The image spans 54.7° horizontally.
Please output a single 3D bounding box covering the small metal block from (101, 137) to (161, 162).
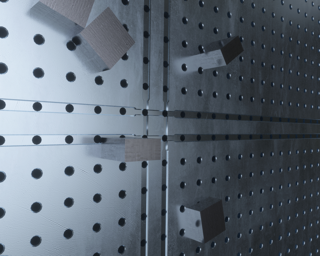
[{"bbox_3d":[-0.035,0.024,0.366,0.050,0.050,0.025,1,90,-40],"label":"small metal block"}]

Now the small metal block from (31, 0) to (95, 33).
[{"bbox_3d":[-0.099,-0.137,0.327,0.050,0.025,0.050,25,74,-38],"label":"small metal block"}]

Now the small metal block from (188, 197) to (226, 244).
[{"bbox_3d":[0.072,0.139,0.473,0.050,0.025,0.050,-15,100,-39],"label":"small metal block"}]

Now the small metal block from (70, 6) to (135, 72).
[{"bbox_3d":[-0.065,-0.101,0.356,0.050,0.025,0.050,51,60,-28],"label":"small metal block"}]

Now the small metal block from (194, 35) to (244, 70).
[{"bbox_3d":[0.090,-0.114,0.470,0.050,0.050,0.025,-41,116,-33],"label":"small metal block"}]
